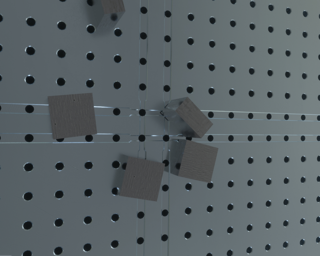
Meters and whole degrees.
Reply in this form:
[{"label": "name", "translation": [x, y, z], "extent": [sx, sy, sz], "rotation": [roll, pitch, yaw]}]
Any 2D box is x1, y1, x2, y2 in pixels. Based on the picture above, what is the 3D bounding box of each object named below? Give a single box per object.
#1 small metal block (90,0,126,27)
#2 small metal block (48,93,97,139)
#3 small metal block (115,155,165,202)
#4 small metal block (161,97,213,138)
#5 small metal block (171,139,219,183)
[{"label": "small metal block", "translation": [-0.066, -0.156, 0.375], "extent": [0.025, 0.050, 0.050], "rotation": [-16, 96, -20]}, {"label": "small metal block", "translation": [-0.106, -0.015, 0.374], "extent": [0.050, 0.025, 0.050], "rotation": [-7, 93, -20]}, {"label": "small metal block", "translation": [-0.026, 0.065, 0.404], "extent": [0.050, 0.025, 0.050], "rotation": [14, 85, -20]}, {"label": "small metal block", "translation": [0.035, -0.013, 0.413], "extent": [0.050, 0.050, 0.025], "rotation": [45, 76, -15]}, {"label": "small metal block", "translation": [0.048, 0.046, 0.432], "extent": [0.050, 0.025, 0.050], "rotation": [16, 85, -20]}]
